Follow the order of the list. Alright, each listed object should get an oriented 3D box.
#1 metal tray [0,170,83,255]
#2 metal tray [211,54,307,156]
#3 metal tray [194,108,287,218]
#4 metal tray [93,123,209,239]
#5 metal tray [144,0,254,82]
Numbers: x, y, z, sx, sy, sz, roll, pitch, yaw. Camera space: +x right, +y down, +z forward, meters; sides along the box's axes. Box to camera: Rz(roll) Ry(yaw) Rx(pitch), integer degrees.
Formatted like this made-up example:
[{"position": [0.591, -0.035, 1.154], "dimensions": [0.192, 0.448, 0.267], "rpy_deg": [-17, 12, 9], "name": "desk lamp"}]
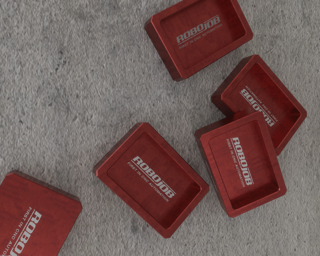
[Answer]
[{"position": [-0.159, 0.124, 0.348], "dimensions": [0.090, 0.030, 0.130], "rpy_deg": [30, 80, -18], "name": "metal tray"}, {"position": [0.149, -0.032, 0.461], "dimensions": [0.130, 0.030, 0.090], "rpy_deg": [44, 76, -15], "name": "metal tray"}, {"position": [0.112, 0.048, 0.428], "dimensions": [0.090, 0.030, 0.129], "rpy_deg": [-23, 105, -4], "name": "metal tray"}, {"position": [-0.009, 0.067, 0.402], "dimensions": [0.130, 0.030, 0.090], "rpy_deg": [46, 76, -14], "name": "metal tray"}, {"position": [0.056, -0.133, 0.426], "dimensions": [0.131, 0.030, 0.090], "rpy_deg": [-33, 101, -17], "name": "metal tray"}]
